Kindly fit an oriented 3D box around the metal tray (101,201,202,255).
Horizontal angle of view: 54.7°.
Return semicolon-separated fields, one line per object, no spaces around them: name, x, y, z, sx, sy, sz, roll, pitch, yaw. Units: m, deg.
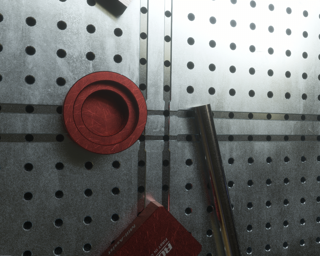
metal tray;-0.019;0.174;0.404;0.130;0.030;0.090;-45;104;-15

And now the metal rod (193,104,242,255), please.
metal rod;0.091;0.113;0.447;0.025;0.025;0.298;-14;95;-20

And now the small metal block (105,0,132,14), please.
small metal block;-0.052;-0.185;0.394;0.050;0.025;0.050;34;79;-17

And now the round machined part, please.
round machined part;-0.068;-0.018;0.379;0.099;0.042;0.097;0;90;-21
